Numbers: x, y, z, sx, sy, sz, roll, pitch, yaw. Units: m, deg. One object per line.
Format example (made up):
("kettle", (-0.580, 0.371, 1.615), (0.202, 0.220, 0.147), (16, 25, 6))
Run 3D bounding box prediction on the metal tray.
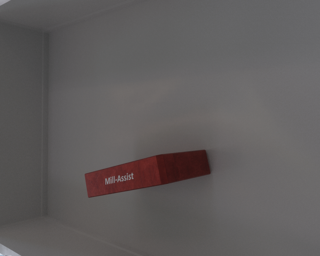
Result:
("metal tray", (-0.017, 0.056, 0.379), (0.130, 0.091, 0.030), (-18, 79, 38))
